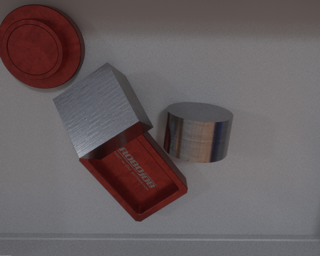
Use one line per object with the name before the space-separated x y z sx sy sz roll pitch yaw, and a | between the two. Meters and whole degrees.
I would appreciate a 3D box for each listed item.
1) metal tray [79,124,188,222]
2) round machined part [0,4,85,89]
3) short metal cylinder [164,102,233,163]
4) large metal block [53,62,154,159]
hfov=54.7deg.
metal tray | -0.034 0.058 0.429 0.090 0.030 0.130 -35 107 11
round machined part | -0.143 -0.094 0.366 0.099 0.042 0.097 0 110 -1
short metal cylinder | 0.046 0.003 0.384 0.081 0.080 0.050 4 110 -2
large metal block | -0.067 -0.017 0.372 0.080 0.050 0.080 -32 75 10
